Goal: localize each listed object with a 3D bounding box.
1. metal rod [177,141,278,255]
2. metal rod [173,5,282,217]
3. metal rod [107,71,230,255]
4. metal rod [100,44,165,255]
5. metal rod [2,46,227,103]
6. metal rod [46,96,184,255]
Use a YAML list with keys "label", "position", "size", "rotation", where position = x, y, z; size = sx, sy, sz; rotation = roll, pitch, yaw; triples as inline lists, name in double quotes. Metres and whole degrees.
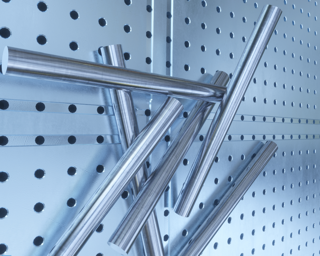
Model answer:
- label: "metal rod"
  position: [0.114, 0.118, 0.503]
  size: [0.301, 0.025, 0.025]
  rotation: [-41, 115, -32]
- label: "metal rod"
  position: [0.088, -0.018, 0.418]
  size: [0.025, 0.025, 0.299]
  rotation: [18, 98, -39]
- label: "metal rod"
  position: [0.027, 0.023, 0.407]
  size: [0.025, 0.025, 0.301]
  rotation: [54, 52, -26]
- label: "metal rod"
  position: [-0.029, 0.050, 0.384]
  size: [0.025, 0.025, 0.298]
  rotation: [-18, 102, -38]
- label: "metal rod"
  position: [-0.015, -0.052, 0.360]
  size: [0.302, 0.025, 0.025]
  rotation: [3, 88, -38]
- label: "metal rod"
  position: [-0.066, 0.084, 0.331]
  size: [0.025, 0.025, 0.300]
  rotation: [47, 68, -30]
